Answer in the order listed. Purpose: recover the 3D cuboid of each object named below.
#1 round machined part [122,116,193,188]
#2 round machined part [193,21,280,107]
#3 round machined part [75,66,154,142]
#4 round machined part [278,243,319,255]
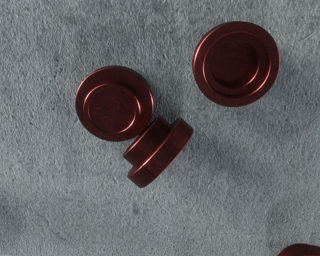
[{"bbox_3d":[-0.008,0.023,0.380,0.042,0.098,0.098,43,105,-5],"label":"round machined part"},{"bbox_3d":[0.088,-0.077,0.373,0.099,0.042,0.097,0,110,0],"label":"round machined part"},{"bbox_3d":[-0.058,-0.027,0.390,0.099,0.042,0.097,0,110,0],"label":"round machined part"},{"bbox_3d":[0.223,0.221,0.484,0.099,0.042,0.097,0,110,0],"label":"round machined part"}]
